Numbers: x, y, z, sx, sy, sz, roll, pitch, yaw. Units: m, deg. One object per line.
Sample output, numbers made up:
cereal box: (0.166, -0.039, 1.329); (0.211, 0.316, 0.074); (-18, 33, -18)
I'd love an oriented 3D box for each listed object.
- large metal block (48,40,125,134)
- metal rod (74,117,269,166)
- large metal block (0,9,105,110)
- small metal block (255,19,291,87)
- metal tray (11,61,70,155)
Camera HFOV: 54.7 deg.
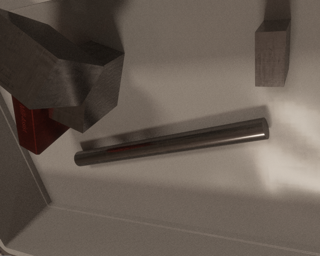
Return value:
large metal block: (-0.091, -0.053, 0.386); (0.050, 0.080, 0.079); (24, 127, 13)
metal rod: (-0.006, 0.025, 0.426); (0.300, 0.025, 0.025); (-11, 113, 32)
large metal block: (-0.114, -0.063, 0.294); (0.080, 0.080, 0.050); (38, 105, 9)
small metal block: (0.107, -0.071, 0.292); (0.025, 0.050, 0.050); (5, 121, 25)
metal tray: (-0.146, -0.037, 0.407); (0.030, 0.090, 0.129); (28, 135, 11)
